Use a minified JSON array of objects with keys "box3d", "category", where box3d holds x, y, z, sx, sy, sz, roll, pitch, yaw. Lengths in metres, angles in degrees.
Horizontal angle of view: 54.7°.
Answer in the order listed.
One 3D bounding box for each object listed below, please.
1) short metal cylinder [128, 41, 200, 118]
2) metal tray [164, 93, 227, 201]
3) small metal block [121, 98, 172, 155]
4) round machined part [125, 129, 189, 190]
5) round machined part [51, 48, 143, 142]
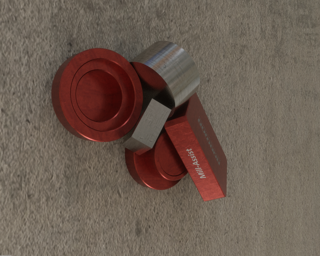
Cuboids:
[{"box3d":[0.000,-0.057,0.373,0.050,0.080,0.080,-45,118,-31],"category":"short metal cylinder"},{"box3d":[0.053,0.022,0.421,0.130,0.030,0.090,61,24,-22],"category":"metal tray"},{"box3d":[-0.017,0.000,0.355,0.025,0.050,0.050,31,69,-10],"category":"small metal block"},{"box3d":[0.007,0.032,0.403,0.099,0.042,0.097,0,90,-40],"category":"round machined part"},{"box3d":[-0.070,-0.034,0.338,0.099,0.042,0.097,0,90,-40],"category":"round machined part"}]
